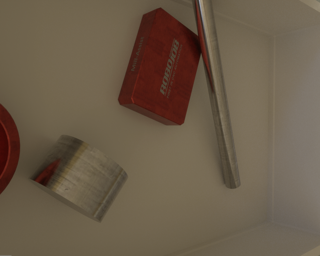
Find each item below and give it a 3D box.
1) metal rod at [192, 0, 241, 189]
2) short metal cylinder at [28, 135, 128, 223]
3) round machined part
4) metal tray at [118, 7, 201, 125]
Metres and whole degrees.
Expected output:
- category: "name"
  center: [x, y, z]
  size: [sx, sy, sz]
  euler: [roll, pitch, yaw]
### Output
- category: "metal rod"
  center: [0.086, -0.040, 0.455]
  size: [0.025, 0.025, 0.298]
  euler: [-32, 118, -36]
- category: "short metal cylinder"
  center: [-0.079, 0.051, 0.306]
  size: [0.080, 0.080, 0.050]
  euler: [46, 62, -31]
- category: "round machined part"
  center: [-0.166, 0.018, 0.243]
  size: [0.099, 0.042, 0.097]
  euler: [-16, 108, -61]
- category: "metal tray"
  center: [0.005, -0.077, 0.409]
  size: [0.090, 0.030, 0.130]
  euler: [24, 75, -38]
